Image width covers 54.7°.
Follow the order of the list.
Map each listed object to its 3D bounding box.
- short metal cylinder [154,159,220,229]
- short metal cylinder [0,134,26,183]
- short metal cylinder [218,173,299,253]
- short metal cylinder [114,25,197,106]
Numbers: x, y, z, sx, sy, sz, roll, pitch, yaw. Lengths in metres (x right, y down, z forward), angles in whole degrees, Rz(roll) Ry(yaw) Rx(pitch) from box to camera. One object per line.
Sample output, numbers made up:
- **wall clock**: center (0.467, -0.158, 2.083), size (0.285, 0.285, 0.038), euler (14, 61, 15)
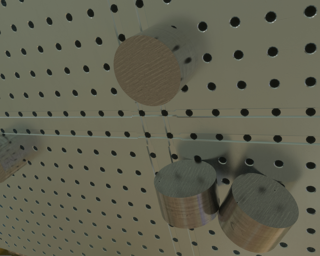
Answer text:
- **short metal cylinder**: center (0.036, 0.085, 0.408), size (0.080, 0.080, 0.050), euler (2, 120, 27)
- **short metal cylinder**: center (-0.305, 0.057, 0.587), size (0.080, 0.050, 0.079), euler (13, 124, 20)
- **short metal cylinder**: center (0.117, 0.101, 0.376), size (0.080, 0.080, 0.050), euler (25, 127, 12)
- **short metal cylinder**: center (-0.005, -0.071, 0.352), size (0.080, 0.050, 0.079), euler (13, 124, 20)
